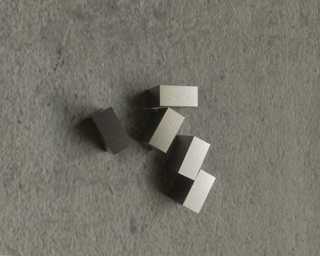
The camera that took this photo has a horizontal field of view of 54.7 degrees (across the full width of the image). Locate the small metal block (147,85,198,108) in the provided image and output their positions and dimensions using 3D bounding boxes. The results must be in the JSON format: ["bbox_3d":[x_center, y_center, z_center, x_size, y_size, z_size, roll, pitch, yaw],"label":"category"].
[{"bbox_3d":[0.015,-0.039,0.402,0.050,0.050,0.025,0,91,-20],"label":"small metal block"}]

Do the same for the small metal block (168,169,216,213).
[{"bbox_3d":[0.041,0.079,0.412,0.025,0.050,0.050,31,80,-18],"label":"small metal block"}]

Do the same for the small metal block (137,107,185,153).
[{"bbox_3d":[0.000,0.002,0.397,0.025,0.050,0.050,32,80,-18],"label":"small metal block"}]

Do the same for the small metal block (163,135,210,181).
[{"bbox_3d":[0.034,0.038,0.410,0.025,0.050,0.050,28,81,-18],"label":"small metal block"}]

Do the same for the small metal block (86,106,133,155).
[{"bbox_3d":[-0.062,0.003,0.374,0.025,0.050,0.050,-32,101,-17],"label":"small metal block"}]
